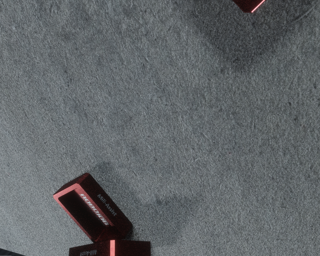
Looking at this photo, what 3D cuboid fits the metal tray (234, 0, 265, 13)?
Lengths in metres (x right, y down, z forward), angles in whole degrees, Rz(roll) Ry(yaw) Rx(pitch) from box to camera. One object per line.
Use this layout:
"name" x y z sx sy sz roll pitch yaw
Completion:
"metal tray" 0.066 -0.176 0.259 0.130 0.030 0.090 45 129 -4

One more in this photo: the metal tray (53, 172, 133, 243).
"metal tray" -0.122 0.150 0.560 0.090 0.030 0.130 -30 102 37

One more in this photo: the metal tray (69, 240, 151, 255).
"metal tray" -0.091 0.226 0.558 0.130 0.030 0.090 -25 147 37
